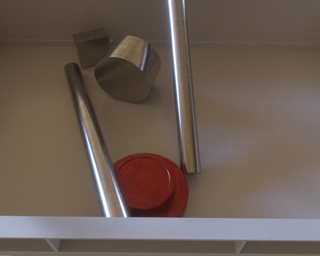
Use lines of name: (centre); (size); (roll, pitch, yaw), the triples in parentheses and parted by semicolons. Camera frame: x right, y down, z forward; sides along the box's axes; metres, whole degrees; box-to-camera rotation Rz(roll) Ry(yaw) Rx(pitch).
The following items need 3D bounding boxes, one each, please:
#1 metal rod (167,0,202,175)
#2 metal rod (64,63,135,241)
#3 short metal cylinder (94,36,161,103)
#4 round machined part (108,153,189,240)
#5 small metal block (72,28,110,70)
metal rod: (0.027, -0.090, 0.402); (0.025, 0.025, 0.299); (-3, 75, -3)
metal rod: (-0.085, -0.001, 0.370); (0.025, 0.025, 0.300); (-16, 42, -13)
short metal cylinder: (-0.045, -0.082, 0.438); (0.080, 0.080, 0.050); (14, 51, 11)
round machined part: (-0.018, 0.066, 0.338); (0.099, 0.042, 0.098); (0, 50, 0)
small metal block: (-0.107, -0.126, 0.493); (0.050, 0.050, 0.025); (-18, 53, -15)
